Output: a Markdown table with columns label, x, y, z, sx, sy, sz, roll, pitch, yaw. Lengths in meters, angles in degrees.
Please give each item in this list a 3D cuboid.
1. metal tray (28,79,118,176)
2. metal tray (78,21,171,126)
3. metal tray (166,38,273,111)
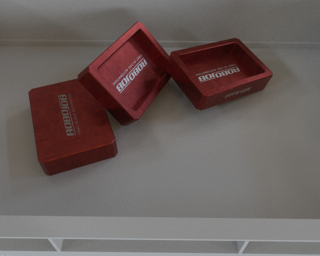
| label | x | y | z | sx | sy | sz | roll | pitch | yaw |
| --- | --- | --- | --- | --- | --- | --- | --- | --- | --- |
| metal tray | -0.117 | -0.009 | 0.408 | 0.091 | 0.030 | 0.130 | -16 | 52 | -13 |
| metal tray | -0.038 | -0.077 | 0.428 | 0.090 | 0.030 | 0.130 | 48 | 50 | -17 |
| metal tray | 0.086 | -0.083 | 0.451 | 0.131 | 0.030 | 0.090 | -19 | 60 | -27 |
